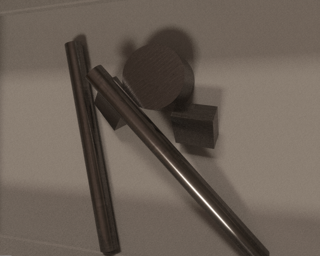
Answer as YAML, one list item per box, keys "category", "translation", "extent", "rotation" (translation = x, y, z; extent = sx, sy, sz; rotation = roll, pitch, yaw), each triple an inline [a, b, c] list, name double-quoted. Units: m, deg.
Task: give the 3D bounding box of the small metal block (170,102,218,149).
- category: "small metal block"
  translation: [0.044, -0.003, 0.379]
  extent: [0.050, 0.050, 0.025]
  rotation: [9, 51, 19]

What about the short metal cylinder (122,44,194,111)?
- category: "short metal cylinder"
  translation: [-0.001, -0.062, 0.397]
  extent: [0.080, 0.050, 0.079]
  rotation: [0, 90, 19]

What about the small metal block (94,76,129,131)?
- category: "small metal block"
  translation: [-0.060, -0.032, 0.417]
  extent: [0.050, 0.025, 0.050]
  rotation: [52, 146, 12]

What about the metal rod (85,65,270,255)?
- category: "metal rod"
  translation: [0.020, 0.044, 0.371]
  extent: [0.025, 0.025, 0.300]
  rotation: [-42, 89, 15]

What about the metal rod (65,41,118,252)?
- category: "metal rod"
  translation: [-0.099, 0.023, 0.443]
  extent: [0.025, 0.025, 0.298]
  rotation: [-12, 86, 19]
